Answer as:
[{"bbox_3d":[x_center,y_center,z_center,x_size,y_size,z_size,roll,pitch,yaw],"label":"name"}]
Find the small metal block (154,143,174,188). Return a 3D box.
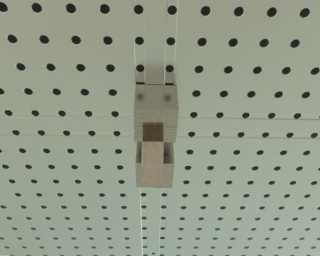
[{"bbox_3d":[0.005,0.049,0.435,0.025,0.050,0.050,1,130,-1],"label":"small metal block"}]

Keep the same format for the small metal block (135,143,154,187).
[{"bbox_3d":[-0.020,0.048,0.436,0.025,0.050,0.050,1,130,-1],"label":"small metal block"}]

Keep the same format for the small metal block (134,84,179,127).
[{"bbox_3d":[-0.005,-0.028,0.371,0.050,0.050,0.025,2,130,-2],"label":"small metal block"}]

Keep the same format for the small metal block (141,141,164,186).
[{"bbox_3d":[-0.009,0.041,0.376,0.025,0.050,0.050,1,88,0],"label":"small metal block"}]

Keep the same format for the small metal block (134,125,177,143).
[{"bbox_3d":[-0.006,-0.008,0.387,0.050,0.050,0.025,2,130,-2],"label":"small metal block"}]
